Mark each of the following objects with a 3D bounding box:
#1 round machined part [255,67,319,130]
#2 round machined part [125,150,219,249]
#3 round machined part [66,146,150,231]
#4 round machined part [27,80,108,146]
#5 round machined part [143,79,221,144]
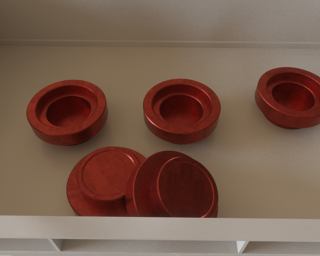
[{"bbox_3d":[0.180,-0.037,0.426,0.099,0.042,0.098,0,50,0],"label":"round machined part"},{"bbox_3d":[0.019,0.067,0.311,0.099,0.042,0.098,14,57,-23],"label":"round machined part"},{"bbox_3d":[-0.054,0.059,0.344,0.099,0.042,0.098,0,50,0],"label":"round machined part"},{"bbox_3d":[-0.117,-0.016,0.406,0.099,0.042,0.098,0,50,0],"label":"round machined part"},{"bbox_3d":[0.028,-0.017,0.409,0.099,0.042,0.098,0,50,0],"label":"round machined part"}]
